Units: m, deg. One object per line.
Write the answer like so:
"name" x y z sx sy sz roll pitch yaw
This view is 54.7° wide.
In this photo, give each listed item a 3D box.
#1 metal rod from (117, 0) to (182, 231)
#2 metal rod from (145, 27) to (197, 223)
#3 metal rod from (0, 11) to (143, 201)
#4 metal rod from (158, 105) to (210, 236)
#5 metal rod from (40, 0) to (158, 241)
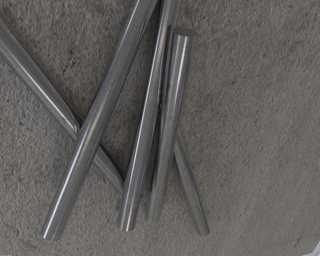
"metal rod" -0.017 -0.005 0.374 0.025 0.025 0.298 1 112 -29
"metal rod" 0.007 0.022 0.397 0.025 0.025 0.298 -10 131 -23
"metal rod" -0.094 0.002 0.356 0.025 0.025 0.299 -34 129 -6
"metal rod" 0.040 0.074 0.473 0.025 0.025 0.299 -28 128 -11
"metal rod" -0.066 -0.013 0.334 0.025 0.025 0.298 17 101 -35
